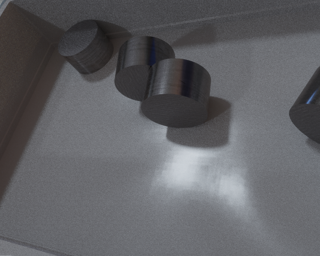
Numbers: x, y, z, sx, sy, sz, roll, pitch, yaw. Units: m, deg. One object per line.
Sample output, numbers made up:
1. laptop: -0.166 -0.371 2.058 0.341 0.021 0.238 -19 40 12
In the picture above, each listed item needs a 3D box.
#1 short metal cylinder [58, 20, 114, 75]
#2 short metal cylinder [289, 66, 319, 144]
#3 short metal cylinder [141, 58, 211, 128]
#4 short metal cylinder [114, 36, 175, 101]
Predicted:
1. short metal cylinder: -0.129 -0.141 0.542 0.080 0.050 0.080 -13 56 21
2. short metal cylinder: 0.172 -0.017 0.291 0.080 0.080 0.050 29 78 37
3. short metal cylinder: 0.021 -0.041 0.383 0.080 0.080 0.050 -4 60 26
4. short metal cylinder: -0.020 -0.079 0.428 0.080 0.080 0.050 -11 57 22
